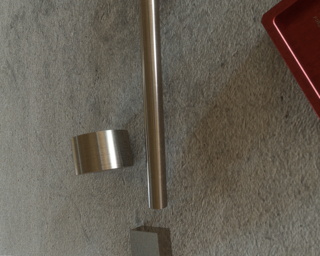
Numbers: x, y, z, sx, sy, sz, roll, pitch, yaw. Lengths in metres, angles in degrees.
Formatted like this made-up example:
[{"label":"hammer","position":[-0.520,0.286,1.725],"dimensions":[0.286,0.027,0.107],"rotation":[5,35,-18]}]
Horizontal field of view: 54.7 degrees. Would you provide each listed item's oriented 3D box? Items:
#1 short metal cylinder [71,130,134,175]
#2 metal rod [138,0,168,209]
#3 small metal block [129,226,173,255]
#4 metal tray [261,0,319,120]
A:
[{"label":"short metal cylinder","position":[-0.080,0.035,0.433],"dimensions":[0.080,0.081,0.050],"rotation":[-16,80,38]},{"label":"metal rod","position":[-0.009,-0.046,0.389],"dimensions":[0.025,0.025,0.298],"rotation":[3,98,39]},{"label":"small metal block","position":[-0.012,0.160,0.413],"dimensions":[0.050,0.025,0.050],"rotation":[-10,84,39]},{"label":"metal tray","position":[0.160,-0.071,0.269],"dimensions":[0.090,0.030,0.130],"rotation":[-35,69,34]}]
